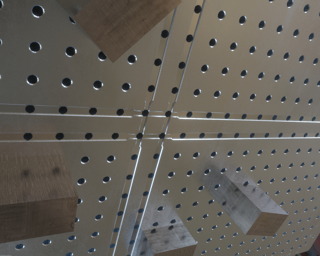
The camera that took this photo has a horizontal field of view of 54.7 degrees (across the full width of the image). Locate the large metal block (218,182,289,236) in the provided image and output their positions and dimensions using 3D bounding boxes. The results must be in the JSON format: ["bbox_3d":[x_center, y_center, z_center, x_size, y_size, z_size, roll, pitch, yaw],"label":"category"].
[{"bbox_3d":[0.168,0.147,0.561,0.081,0.080,0.050,16,110,-35],"label":"large metal block"}]

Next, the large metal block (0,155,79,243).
[{"bbox_3d":[-0.143,0.074,0.344,0.081,0.080,0.050,-1,119,-29],"label":"large metal block"}]

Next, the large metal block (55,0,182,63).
[{"bbox_3d":[-0.041,-0.116,0.283,0.080,0.080,0.050,-42,130,0],"label":"large metal block"}]

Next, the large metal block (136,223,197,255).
[{"bbox_3d":[0.008,0.219,0.537,0.081,0.050,0.079,0,119,-29],"label":"large metal block"}]
